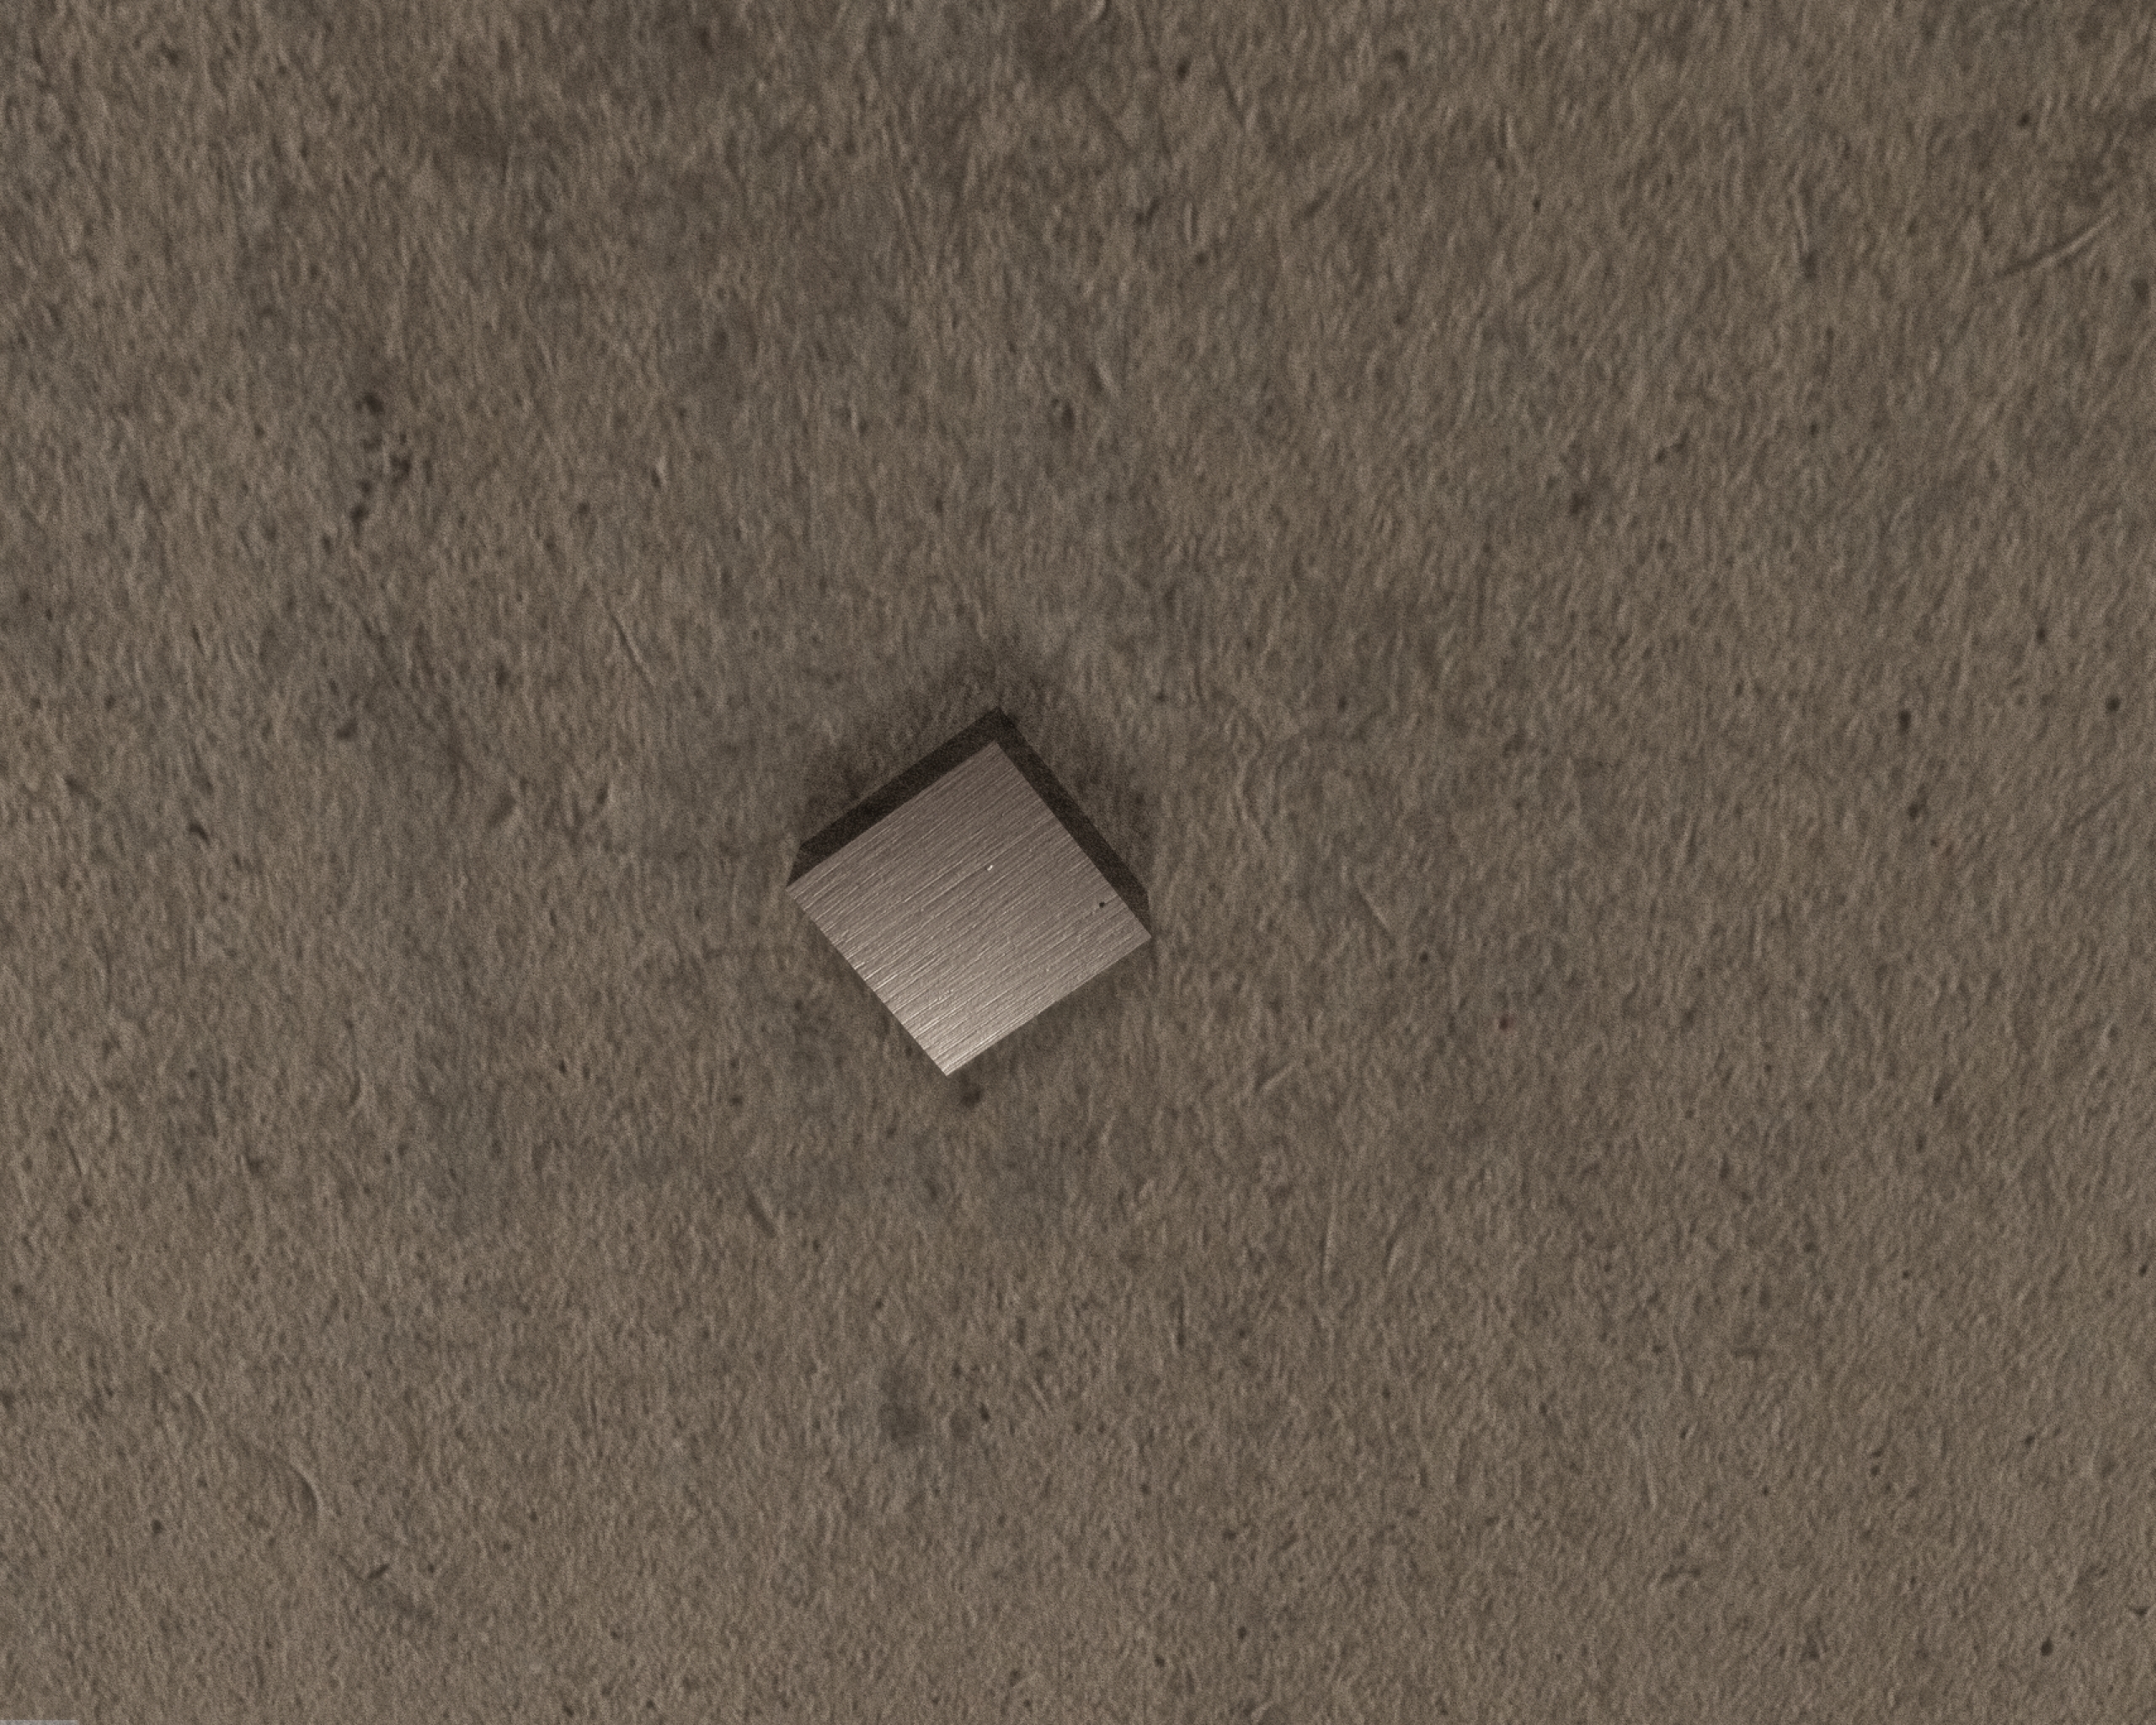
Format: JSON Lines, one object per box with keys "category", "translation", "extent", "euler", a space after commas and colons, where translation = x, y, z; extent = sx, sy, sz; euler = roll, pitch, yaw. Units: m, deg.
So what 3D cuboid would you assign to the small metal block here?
{"category": "small metal block", "translation": [-0.021, 0.005, 0.413], "extent": [0.050, 0.025, 0.050], "euler": [-35, 107, 11]}
